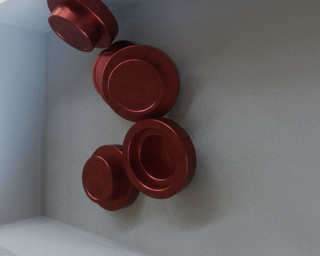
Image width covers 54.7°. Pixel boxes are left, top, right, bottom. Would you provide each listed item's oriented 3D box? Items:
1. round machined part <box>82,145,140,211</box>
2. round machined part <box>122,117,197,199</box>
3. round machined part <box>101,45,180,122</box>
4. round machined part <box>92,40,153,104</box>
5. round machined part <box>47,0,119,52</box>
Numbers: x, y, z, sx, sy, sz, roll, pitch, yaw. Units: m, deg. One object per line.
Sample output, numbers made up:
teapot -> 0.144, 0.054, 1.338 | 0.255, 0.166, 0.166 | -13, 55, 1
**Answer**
round machined part -> -0.078, 0.074, 0.457 | 0.098, 0.042, 0.097 | 0, 90, 39
round machined part -> 0.003, 0.035, 0.385 | 0.098, 0.042, 0.097 | 7, 102, 35
round machined part -> -0.026, -0.053, 0.384 | 0.099, 0.042, 0.097 | 2, 108, 8
round machined part -> -0.059, -0.077, 0.442 | 0.098, 0.042, 0.097 | 1, 91, 39
round machined part -> -0.109, -0.140, 0.416 | 0.098, 0.098, 0.042 | 15, 68, 38
